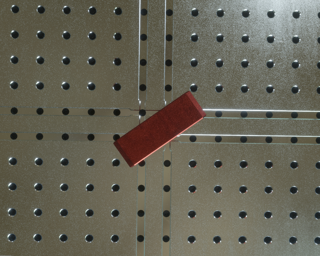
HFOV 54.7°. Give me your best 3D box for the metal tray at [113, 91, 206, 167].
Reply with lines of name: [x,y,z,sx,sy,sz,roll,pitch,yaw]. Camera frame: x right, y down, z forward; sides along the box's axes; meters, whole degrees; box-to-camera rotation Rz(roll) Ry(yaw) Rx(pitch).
metal tray: [0.000,0.001,0.361,0.090,0.130,0.030,-35,90,0]
